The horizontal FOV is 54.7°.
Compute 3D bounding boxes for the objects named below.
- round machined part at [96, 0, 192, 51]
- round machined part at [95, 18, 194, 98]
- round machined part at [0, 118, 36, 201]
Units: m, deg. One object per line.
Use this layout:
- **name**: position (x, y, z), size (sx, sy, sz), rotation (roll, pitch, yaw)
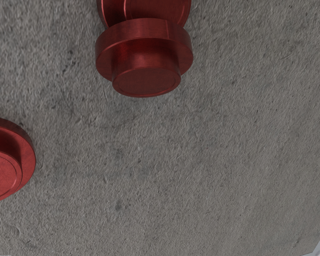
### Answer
- **round machined part**: position (-0.010, -0.126, 0.312), size (0.099, 0.042, 0.097), rotation (-14, 124, -21)
- **round machined part**: position (-0.015, -0.063, 0.313), size (0.099, 0.042, 0.098), rotation (-6, 162, -2)
- **round machined part**: position (-0.181, 0.040, 0.321), size (0.099, 0.042, 0.097), rotation (-14, 124, -21)
